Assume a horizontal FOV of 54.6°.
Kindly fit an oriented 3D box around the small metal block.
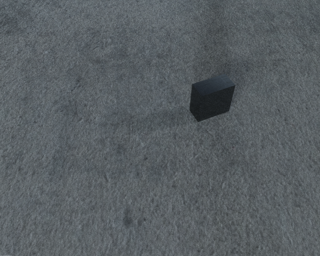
[{"bbox_3d":[0.070,-0.041,0.422,0.050,0.050,0.025,-19,53,-15],"label":"small metal block"}]
